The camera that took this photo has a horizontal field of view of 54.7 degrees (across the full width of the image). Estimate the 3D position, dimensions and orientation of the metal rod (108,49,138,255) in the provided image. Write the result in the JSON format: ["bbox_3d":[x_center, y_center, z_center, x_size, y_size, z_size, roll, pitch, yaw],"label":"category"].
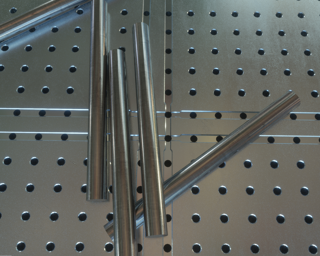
[{"bbox_3d":[-0.048,0.027,0.383,0.025,0.025,0.299,-5,64,-2],"label":"metal rod"}]

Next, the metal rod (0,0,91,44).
[{"bbox_3d":[-0.173,-0.178,0.474,0.302,0.025,0.025,-30,73,-11],"label":"metal rod"}]

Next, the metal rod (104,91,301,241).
[{"bbox_3d":[0.062,0.043,0.396,0.301,0.025,0.025,-34,74,-12],"label":"metal rod"}]

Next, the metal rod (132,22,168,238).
[{"bbox_3d":[-0.017,-0.016,0.401,0.025,0.025,0.299,-4,64,-2],"label":"metal rod"}]

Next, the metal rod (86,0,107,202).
[{"bbox_3d":[-0.086,-0.052,0.429,0.025,0.025,0.299,-3,70,-2],"label":"metal rod"}]
